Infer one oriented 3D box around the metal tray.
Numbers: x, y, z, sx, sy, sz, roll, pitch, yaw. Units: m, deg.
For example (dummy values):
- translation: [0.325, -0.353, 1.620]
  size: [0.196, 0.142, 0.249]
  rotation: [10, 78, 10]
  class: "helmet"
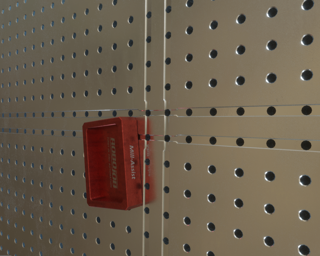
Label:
- translation: [-0.073, 0.052, 0.463]
  size: [0.090, 0.030, 0.129]
  rotation: [-7, 85, 39]
  class: "metal tray"
